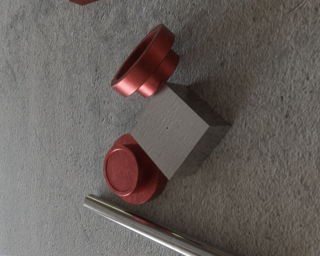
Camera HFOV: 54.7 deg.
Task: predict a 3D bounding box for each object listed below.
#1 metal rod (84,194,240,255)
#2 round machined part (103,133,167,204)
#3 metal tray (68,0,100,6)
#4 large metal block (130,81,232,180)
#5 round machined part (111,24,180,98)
[{"bbox_3d":[0.004,0.137,0.399,0.300,0.025,0.025,10,96,39],"label":"metal rod"},{"bbox_3d":[-0.040,0.056,0.425,0.098,0.042,0.097,0,90,39],"label":"round machined part"},{"bbox_3d":[-0.093,-0.249,0.476,0.130,0.030,0.089,3,92,39],"label":"metal tray"},{"bbox_3d":[0.023,0.003,0.368,0.080,0.050,0.080,47,118,29],"label":"large metal block"},{"bbox_3d":[-0.014,-0.076,0.381,0.098,0.042,0.098,-44,21,22],"label":"round machined part"}]
